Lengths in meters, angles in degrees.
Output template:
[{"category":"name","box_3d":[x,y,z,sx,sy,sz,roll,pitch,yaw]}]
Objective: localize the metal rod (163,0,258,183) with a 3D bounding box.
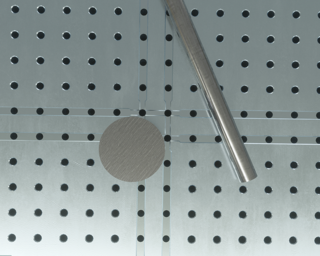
[{"category":"metal rod","box_3d":[0.060,-0.070,0.414,0.025,0.025,0.299,-23,90,0]}]

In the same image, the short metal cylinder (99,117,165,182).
[{"category":"short metal cylinder","box_3d":[-0.034,0.026,0.400,0.081,0.050,0.079,0,90,-1]}]
